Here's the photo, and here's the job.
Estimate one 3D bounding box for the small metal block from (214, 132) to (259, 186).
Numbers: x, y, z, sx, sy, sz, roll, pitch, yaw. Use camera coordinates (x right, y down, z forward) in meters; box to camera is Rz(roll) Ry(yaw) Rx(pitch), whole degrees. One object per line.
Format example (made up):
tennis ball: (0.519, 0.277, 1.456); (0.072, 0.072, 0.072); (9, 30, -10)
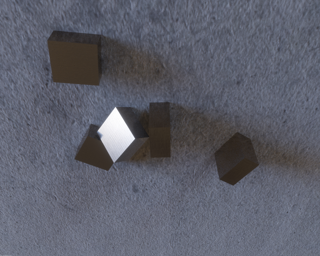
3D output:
small metal block: (0.104, 0.043, 0.429); (0.025, 0.050, 0.050); (26, 125, -21)

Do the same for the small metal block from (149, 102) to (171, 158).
small metal block: (0.000, 0.002, 0.393); (0.025, 0.050, 0.050); (-1, 130, 1)

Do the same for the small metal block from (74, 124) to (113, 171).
small metal block: (-0.084, 0.028, 0.430); (0.050, 0.025, 0.050); (23, 126, -19)

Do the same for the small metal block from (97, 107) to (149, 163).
small metal block: (-0.048, 0.008, 0.394); (0.025, 0.050, 0.050); (-4, 144, -50)

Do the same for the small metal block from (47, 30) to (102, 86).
small metal block: (-0.092, -0.076, 0.341); (0.050, 0.025, 0.050); (4, 130, -4)
